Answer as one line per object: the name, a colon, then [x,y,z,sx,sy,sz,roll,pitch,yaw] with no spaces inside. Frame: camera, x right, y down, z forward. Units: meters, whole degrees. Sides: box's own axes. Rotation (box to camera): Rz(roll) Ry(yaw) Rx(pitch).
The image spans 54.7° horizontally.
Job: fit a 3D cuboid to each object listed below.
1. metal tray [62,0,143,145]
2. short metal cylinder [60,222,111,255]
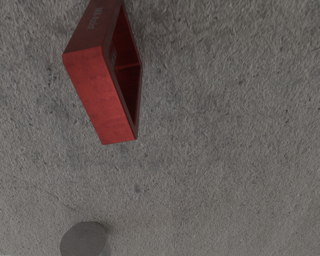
metal tray: [-0.044,-0.059,0.287,0.030,0.130,0.090,-10,130,8]
short metal cylinder: [-0.132,0.217,0.554,0.080,0.080,0.050,-3,130,2]
